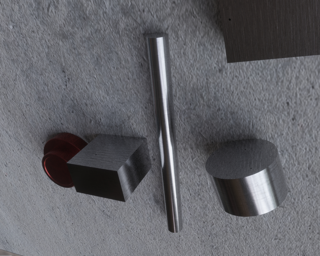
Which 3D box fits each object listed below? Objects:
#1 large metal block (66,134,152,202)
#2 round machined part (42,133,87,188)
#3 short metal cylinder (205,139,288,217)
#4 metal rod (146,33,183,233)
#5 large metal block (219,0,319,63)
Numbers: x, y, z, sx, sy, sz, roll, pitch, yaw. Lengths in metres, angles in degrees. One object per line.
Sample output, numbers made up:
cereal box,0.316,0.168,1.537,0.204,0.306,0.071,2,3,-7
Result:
large metal block,-0.068,0.052,0.438,0.080,0.080,0.050,5,121,25
round machined part,-0.154,0.060,0.511,0.098,0.042,0.097,13,124,20
short metal cylinder,0.098,0.054,0.353,0.080,0.080,0.050,-9,114,32
metal rod,0.010,0.026,0.416,0.025,0.025,0.298,8,122,23
large metal block,0.100,-0.107,0.272,0.080,0.050,0.080,0,119,27
